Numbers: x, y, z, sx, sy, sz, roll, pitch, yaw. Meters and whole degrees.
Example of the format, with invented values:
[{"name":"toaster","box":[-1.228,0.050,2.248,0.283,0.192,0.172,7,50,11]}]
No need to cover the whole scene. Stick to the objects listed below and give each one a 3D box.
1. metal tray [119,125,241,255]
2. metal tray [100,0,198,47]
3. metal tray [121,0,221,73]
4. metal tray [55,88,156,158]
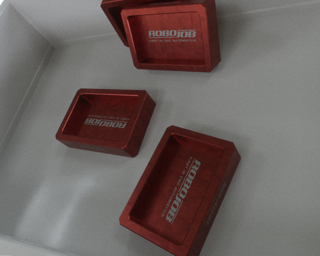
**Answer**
[{"name":"metal tray","box":[0.023,0.067,0.347,0.090,0.030,0.130,17,70,34]},{"name":"metal tray","box":[-0.012,-0.169,0.467,0.130,0.090,0.030,2,60,26]},{"name":"metal tray","box":[0.014,-0.127,0.430,0.130,0.089,0.030,9,38,31]},{"name":"metal tray","box":[-0.080,-0.011,0.449,0.130,0.030,0.090,6,64,30]}]
